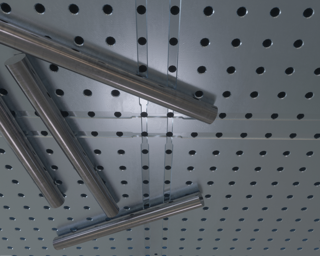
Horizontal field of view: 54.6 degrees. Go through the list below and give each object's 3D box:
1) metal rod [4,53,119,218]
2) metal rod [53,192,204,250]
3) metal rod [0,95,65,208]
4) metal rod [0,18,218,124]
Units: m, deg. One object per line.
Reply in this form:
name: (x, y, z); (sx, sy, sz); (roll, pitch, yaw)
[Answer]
metal rod: (-0.121, 0.033, 0.438); (0.025, 0.025, 0.299); (-12, 129, 10)
metal rod: (-0.065, 0.170, 0.555); (0.300, 0.025, 0.025); (-22, 127, 17)
metal rod: (-0.197, 0.011, 0.418); (0.025, 0.025, 0.299); (-8, 130, 7)
metal rod: (-0.069, -0.066, 0.354); (0.302, 0.025, 0.025); (20, 127, -17)
